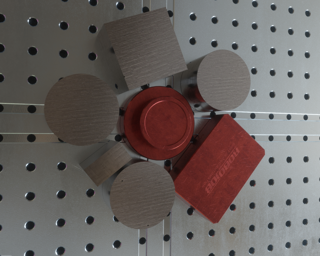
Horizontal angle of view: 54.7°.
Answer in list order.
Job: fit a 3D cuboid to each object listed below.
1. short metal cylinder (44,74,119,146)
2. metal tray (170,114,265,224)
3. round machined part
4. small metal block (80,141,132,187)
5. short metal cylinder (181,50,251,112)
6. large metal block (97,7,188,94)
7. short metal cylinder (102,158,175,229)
[{"bbox_3d":[-0.093,-0.020,0.364,0.081,0.050,0.080,0,90,-20],"label":"short metal cylinder"},{"bbox_3d":[0.079,0.055,0.438,0.090,0.030,0.130,42,76,-15],"label":"metal tray"},{"bbox_3d":[0.001,-0.006,0.403,0.099,0.042,0.097,0,90,-20],"label":"round machined part"},{"bbox_3d":[-0.067,0.041,0.374,0.050,0.050,0.025,-39,103,-16],"label":"small metal block"},{"bbox_3d":[0.076,-0.062,0.426,0.081,0.050,0.080,0,90,-20],"label":"short metal cylinder"},{"bbox_3d":[-0.023,-0.096,0.391,0.081,0.050,0.080,-23,98,-19],"label":"large metal block"},{"bbox_3d":[-0.028,0.079,0.389,0.081,0.050,0.080,0,90,-20],"label":"short metal cylinder"}]
